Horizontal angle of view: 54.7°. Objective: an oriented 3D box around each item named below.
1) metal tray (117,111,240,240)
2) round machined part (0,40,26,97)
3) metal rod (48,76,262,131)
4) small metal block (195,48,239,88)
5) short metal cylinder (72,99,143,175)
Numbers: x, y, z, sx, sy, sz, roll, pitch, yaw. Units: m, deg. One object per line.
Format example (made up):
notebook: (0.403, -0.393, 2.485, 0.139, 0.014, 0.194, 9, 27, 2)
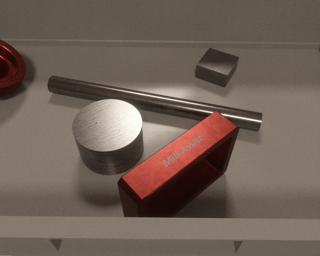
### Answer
metal tray: (0.021, 0.049, 0.321, 0.131, 0.089, 0.030, -33, 58, -25)
round machined part: (-0.249, -0.083, 0.442, 0.099, 0.042, 0.098, 23, 45, -26)
metal rod: (-0.013, -0.037, 0.435, 0.301, 0.025, 0.025, 11, 51, 8)
small metal block: (0.090, -0.096, 0.487, 0.050, 0.025, 0.050, 23, 54, 18)
short metal cylinder: (-0.061, 0.011, 0.379, 0.081, 0.050, 0.080, 0, 50, 0)
